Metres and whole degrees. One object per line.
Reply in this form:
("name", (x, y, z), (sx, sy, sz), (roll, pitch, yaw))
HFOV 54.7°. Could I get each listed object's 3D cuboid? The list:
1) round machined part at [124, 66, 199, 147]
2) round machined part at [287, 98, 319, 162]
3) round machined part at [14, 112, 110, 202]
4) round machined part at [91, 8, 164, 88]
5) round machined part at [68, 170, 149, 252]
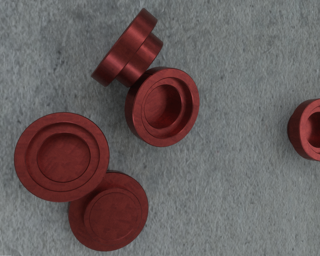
("round machined part", (-0.001, -0.028, 0.390), (0.099, 0.042, 0.097), (-12, 111, -32))
("round machined part", (0.244, 0.003, 0.492), (0.099, 0.042, 0.097), (0, 90, -21))
("round machined part", (-0.108, 0.034, 0.352), (0.099, 0.042, 0.098), (3, 77, -12))
("round machined part", (-0.033, -0.086, 0.359), (0.042, 0.098, 0.098), (37, 78, -16))
("round machined part", (-0.060, 0.103, 0.379), (0.099, 0.042, 0.097), (0, 90, -21))
